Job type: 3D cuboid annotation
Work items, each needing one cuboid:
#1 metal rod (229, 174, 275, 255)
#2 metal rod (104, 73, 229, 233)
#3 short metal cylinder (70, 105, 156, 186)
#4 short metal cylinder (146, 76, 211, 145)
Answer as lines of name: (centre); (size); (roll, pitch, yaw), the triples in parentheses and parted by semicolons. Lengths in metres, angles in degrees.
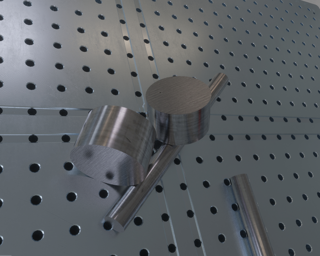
metal rod: (0.138, 0.199, 0.360); (0.025, 0.025, 0.299); (1, 61, -28)
metal rod: (0.027, 0.010, 0.416); (0.025, 0.025, 0.301); (40, 51, -1)
short metal cylinder: (-0.048, 0.021, 0.334); (0.080, 0.080, 0.050); (25, 53, -13)
short metal cylinder: (0.024, -0.024, 0.397); (0.080, 0.050, 0.080); (-2, 42, 2)
